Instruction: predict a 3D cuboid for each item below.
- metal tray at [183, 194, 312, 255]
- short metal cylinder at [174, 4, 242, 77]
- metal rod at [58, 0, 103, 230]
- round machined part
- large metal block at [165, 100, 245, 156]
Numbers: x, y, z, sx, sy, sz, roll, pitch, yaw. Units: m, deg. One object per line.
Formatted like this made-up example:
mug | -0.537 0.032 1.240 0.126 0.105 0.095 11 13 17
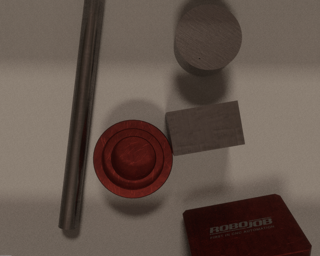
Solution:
metal tray | 0.100 0.132 0.379 0.131 0.090 0.030 -10 120 -1
short metal cylinder | 0.059 -0.110 0.400 0.081 0.050 0.079 0 90 -1
metal rod | -0.104 -0.018 0.410 0.025 0.025 0.298 7 90 -1
round machined part | -0.033 0.038 0.403 0.099 0.042 0.097 0 90 -1
large metal block | 0.051 0.000 0.385 0.080 0.080 0.050 -10 90 0
